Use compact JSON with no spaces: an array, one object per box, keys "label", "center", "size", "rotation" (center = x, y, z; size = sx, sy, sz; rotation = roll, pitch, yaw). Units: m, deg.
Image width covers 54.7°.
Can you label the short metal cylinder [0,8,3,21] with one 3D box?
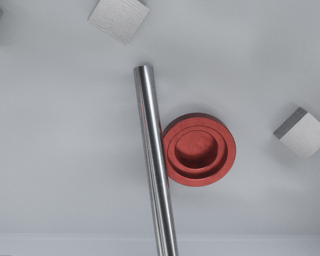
[{"label":"short metal cylinder","center":[-0.221,-0.121,0.334],"size":[0.080,0.080,0.050],"rotation":[28,108,-10]}]

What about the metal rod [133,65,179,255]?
[{"label":"metal rod","center":[-0.001,0.073,0.374],"size":[0.025,0.025,0.298],"rotation":[-8,85,2]}]

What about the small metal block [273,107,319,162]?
[{"label":"small metal block","center":[0.192,0.008,0.417],"size":[0.050,0.025,0.050],"rotation":[38,105,-13]}]

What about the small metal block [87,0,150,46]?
[{"label":"small metal block","center":[-0.048,-0.131,0.356],"size":[0.050,0.025,0.050],"rotation":[29,108,-26]}]

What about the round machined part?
[{"label":"round machined part","center":[0.047,0.026,0.412],"size":[0.099,0.042,0.097],"rotation":[0,110,-1]}]
